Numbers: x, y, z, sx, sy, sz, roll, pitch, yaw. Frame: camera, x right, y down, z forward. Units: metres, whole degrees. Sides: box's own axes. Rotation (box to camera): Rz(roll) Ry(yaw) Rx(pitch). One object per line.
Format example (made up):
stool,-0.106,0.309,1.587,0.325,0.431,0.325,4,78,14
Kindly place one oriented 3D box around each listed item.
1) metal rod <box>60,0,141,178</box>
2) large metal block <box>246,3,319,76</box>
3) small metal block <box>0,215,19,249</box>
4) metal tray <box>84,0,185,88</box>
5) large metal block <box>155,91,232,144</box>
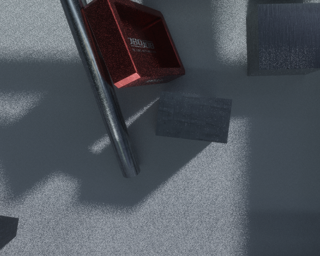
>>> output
metal rod,-0.073,-0.070,0.347,0.025,0.025,0.298,-15,116,0
large metal block,0.160,-0.112,0.401,0.081,0.050,0.079,-2,90,-1
small metal block,-0.219,0.131,0.396,0.050,0.050,0.025,9,90,-1
metal tray,-0.021,-0.097,0.359,0.030,0.131,0.090,-22,90,27
large metal block,0.038,-0.012,0.384,0.081,0.080,0.050,7,90,-1
